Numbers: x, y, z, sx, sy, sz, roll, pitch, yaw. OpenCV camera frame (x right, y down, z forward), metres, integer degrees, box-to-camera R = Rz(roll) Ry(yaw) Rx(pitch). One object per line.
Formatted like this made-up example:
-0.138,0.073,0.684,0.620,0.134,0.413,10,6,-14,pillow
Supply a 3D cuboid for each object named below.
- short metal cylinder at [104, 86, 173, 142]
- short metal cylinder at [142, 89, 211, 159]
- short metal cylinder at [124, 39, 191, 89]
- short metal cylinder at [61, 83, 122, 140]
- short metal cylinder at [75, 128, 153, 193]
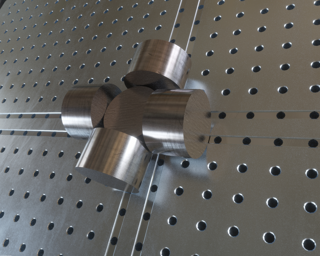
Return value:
-0.027,-0.009,0.412,0.080,0.050,0.080,-12,57,20,short metal cylinder
0.022,-0.006,0.365,0.050,0.080,0.080,4,64,30,short metal cylinder
-0.002,-0.073,0.419,0.080,0.080,0.050,3,63,29,short metal cylinder
-0.089,-0.021,0.433,0.050,0.080,0.080,2,63,28,short metal cylinder
-0.054,0.041,0.375,0.080,0.080,0.050,6,65,31,short metal cylinder
